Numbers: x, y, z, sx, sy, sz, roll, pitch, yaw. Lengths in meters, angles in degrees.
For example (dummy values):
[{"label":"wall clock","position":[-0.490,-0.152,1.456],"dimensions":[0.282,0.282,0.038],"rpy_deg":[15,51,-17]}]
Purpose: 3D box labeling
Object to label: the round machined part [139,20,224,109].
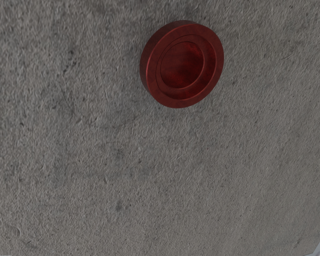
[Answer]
[{"label":"round machined part","position":[0.022,-0.075,0.360],"dimensions":[0.099,0.042,0.097],"rpy_deg":[-14,124,-21]}]
